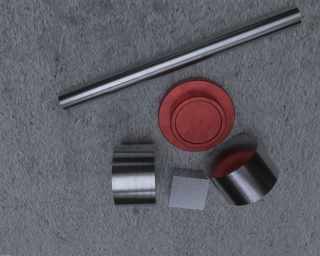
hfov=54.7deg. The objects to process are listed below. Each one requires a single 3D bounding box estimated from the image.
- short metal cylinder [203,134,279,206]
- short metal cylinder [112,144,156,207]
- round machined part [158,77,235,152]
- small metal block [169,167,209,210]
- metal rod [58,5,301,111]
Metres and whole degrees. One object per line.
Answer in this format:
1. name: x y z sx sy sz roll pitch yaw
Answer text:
1. short metal cylinder: 0.104 0.053 0.401 0.080 0.080 0.050 -35 107 12
2. short metal cylinder: -0.031 0.061 0.403 0.050 0.080 0.079 -2 110 0
3. round machined part: 0.047 -0.013 0.396 0.099 0.042 0.097 0 110 0
4. small metal block: 0.040 0.087 0.442 0.050 0.025 0.050 6 110 -3
5. metal rod: 0.018 -0.082 0.379 0.301 0.025 0.025 -19 109 6
